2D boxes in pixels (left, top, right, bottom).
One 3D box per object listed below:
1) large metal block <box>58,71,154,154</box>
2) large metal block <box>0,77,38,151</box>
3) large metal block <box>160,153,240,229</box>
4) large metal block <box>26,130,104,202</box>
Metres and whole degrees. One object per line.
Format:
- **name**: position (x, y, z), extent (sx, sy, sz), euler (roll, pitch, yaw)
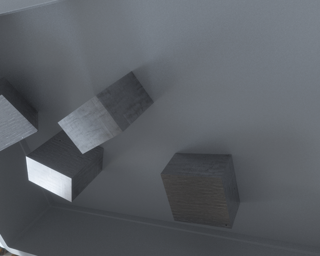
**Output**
- **large metal block**: position (-0.067, -0.020, 0.396), extent (0.080, 0.080, 0.050), euler (-27, 104, 37)
- **large metal block**: position (-0.246, -0.017, 0.472), extent (0.080, 0.050, 0.080), euler (-28, 133, 1)
- **large metal block**: position (0.056, 0.081, 0.413), extent (0.080, 0.050, 0.080), euler (-1, 118, 29)
- **large metal block**: position (-0.146, 0.056, 0.485), extent (0.080, 0.080, 0.050), euler (22, 127, 15)
